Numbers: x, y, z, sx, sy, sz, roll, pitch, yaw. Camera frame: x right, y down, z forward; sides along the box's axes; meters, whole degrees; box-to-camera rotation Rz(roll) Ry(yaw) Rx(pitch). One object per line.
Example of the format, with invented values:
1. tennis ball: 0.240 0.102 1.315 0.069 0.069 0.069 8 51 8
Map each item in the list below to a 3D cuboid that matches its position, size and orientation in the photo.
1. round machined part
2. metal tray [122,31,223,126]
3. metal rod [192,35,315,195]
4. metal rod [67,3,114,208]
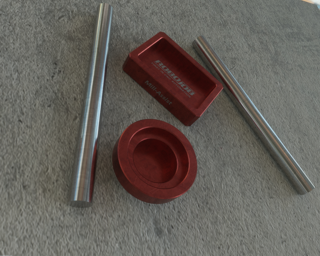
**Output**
1. round machined part: -0.009 0.041 0.364 0.099 0.042 0.098 14 56 -21
2. metal tray: 0.022 -0.075 0.459 0.130 0.030 0.090 42 51 0
3. metal rod: 0.144 -0.028 0.500 0.025 0.025 0.299 -23 74 -37
4. metal rod: -0.082 -0.051 0.391 0.025 0.025 0.299 13 56 -21
